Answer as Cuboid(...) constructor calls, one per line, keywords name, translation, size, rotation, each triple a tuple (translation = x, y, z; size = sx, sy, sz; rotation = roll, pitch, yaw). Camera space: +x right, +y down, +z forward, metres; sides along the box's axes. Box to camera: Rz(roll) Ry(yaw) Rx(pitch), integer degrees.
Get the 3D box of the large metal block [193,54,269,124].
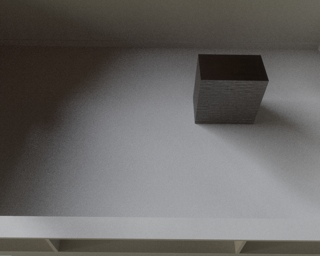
Cuboid(name="large metal block", translation=(0.089, -0.050, 0.413), size=(0.081, 0.080, 0.050), rotation=(1, 50, 0))
